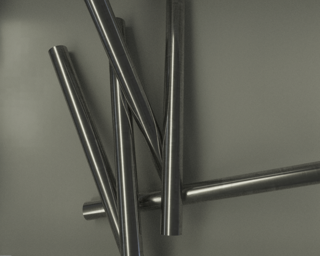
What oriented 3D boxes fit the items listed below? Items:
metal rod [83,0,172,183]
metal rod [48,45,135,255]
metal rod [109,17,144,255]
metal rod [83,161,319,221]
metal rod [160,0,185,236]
[{"bbox_3d":[-0.031,-0.044,0.365,0.025,0.025,0.299,-22,109,0],"label":"metal rod"},{"bbox_3d":[-0.080,0.034,0.386,0.025,0.025,0.299,-22,81,0],"label":"metal rod"},{"bbox_3d":[-0.044,0.004,0.375,0.025,0.025,0.299,-6,76,0],"label":"metal rod"},{"bbox_3d":[0.047,0.079,0.378,0.301,0.025,0.025,-12,90,13],"label":"metal rod"},{"bbox_3d":[0.017,-0.026,0.381,0.025,0.025,0.299,2,78,0],"label":"metal rod"}]
